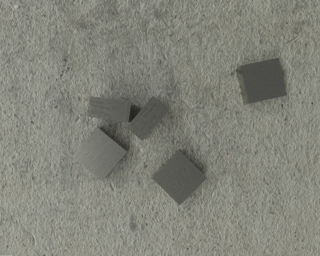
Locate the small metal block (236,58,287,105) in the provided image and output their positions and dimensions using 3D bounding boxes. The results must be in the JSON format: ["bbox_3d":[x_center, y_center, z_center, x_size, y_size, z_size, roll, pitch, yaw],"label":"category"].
[{"bbox_3d":[0.134,-0.061,0.411,0.050,0.025,0.050,-12,90,0],"label":"small metal block"}]

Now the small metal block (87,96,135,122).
[{"bbox_3d":[-0.061,-0.023,0.397,0.050,0.050,0.025,8,90,0],"label":"small metal block"}]

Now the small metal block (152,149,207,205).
[{"bbox_3d":[0.025,0.064,0.410,0.050,0.025,0.050,45,90,0],"label":"small metal block"}]

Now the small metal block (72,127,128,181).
[{"bbox_3d":[-0.078,0.033,0.409,0.050,0.025,0.050,40,90,0],"label":"small metal block"}]

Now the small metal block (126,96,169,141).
[{"bbox_3d":[-0.015,-0.012,0.397,0.025,0.050,0.050,40,90,0],"label":"small metal block"}]
